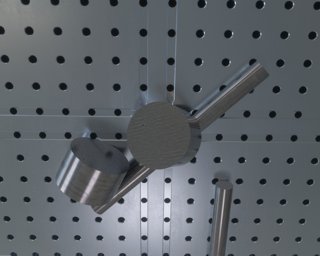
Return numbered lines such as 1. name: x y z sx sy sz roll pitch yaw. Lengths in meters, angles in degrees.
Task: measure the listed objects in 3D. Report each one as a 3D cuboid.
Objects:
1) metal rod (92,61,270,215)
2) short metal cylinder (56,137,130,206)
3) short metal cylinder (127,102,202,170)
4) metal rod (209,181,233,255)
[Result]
1. metal rod: 0.018 0.021 0.421 0.300 0.025 0.025 -41 105 13
2. short metal cylinder: -0.087 0.055 0.404 0.080 0.080 0.050 26 108 -9
3. short metal cylinder: 0.006 0.010 0.385 0.080 0.050 0.080 -2 85 21
4. metal rod: 0.089 0.221 0.495 0.025 0.025 0.298 1 110 -1
